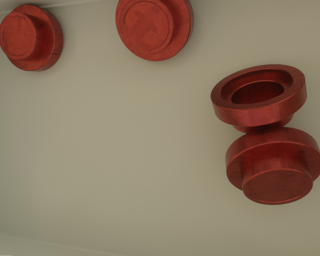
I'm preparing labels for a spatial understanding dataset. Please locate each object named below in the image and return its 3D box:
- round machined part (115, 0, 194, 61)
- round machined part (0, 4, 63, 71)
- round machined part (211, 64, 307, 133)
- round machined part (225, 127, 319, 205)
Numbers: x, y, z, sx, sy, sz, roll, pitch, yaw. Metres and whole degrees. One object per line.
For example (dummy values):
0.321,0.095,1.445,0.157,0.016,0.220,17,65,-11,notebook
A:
-0.010,-0.130,0.383,0.098,0.042,0.097,8,121,15,round machined part
-0.199,-0.135,0.464,0.098,0.042,0.097,3,98,19,round machined part
0.109,-0.029,0.343,0.098,0.098,0.042,-11,121,19,round machined part
0.121,0.047,0.329,0.098,0.098,0.042,-13,44,19,round machined part
